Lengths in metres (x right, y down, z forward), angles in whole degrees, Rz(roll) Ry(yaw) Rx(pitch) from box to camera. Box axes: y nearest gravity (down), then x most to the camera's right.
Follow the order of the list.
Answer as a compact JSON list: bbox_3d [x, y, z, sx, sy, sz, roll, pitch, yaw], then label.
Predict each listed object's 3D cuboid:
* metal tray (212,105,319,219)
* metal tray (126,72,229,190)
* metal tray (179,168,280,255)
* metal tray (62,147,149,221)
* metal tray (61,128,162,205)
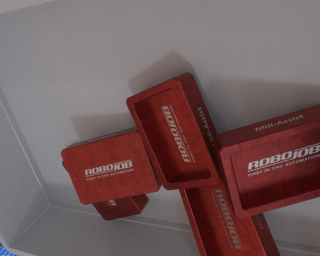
[{"bbox_3d":[0.129,0.034,0.319,0.131,0.030,0.090,-17,113,3],"label":"metal tray"},{"bbox_3d":[0.021,0.009,0.376,0.090,0.030,0.129,-17,99,43],"label":"metal tray"},{"bbox_3d":[0.081,0.114,0.388,0.090,0.030,0.130,-35,65,38],"label":"metal tray"},{"bbox_3d":[-0.090,0.088,0.508,0.090,0.030,0.130,-23,106,36],"label":"metal tray"},{"bbox_3d":[-0.068,0.055,0.447,0.130,0.030,0.090,-15,101,20],"label":"metal tray"}]
